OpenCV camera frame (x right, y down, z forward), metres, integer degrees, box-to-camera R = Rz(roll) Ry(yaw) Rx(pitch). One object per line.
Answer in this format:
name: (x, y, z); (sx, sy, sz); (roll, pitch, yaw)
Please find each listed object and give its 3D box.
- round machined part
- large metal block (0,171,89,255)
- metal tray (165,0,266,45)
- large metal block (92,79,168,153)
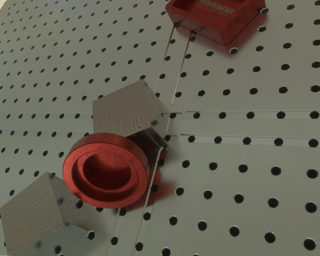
round machined part: (-0.062, 0.047, 0.373); (0.098, 0.098, 0.042); (-22, 27, 15)
large metal block: (-0.150, 0.118, 0.399); (0.080, 0.050, 0.080); (-38, 51, 2)
metal tray: (0.082, -0.189, 0.477); (0.090, 0.030, 0.130); (-47, 51, -5)
large metal block: (-0.042, -0.008, 0.419); (0.080, 0.050, 0.080); (-22, 54, 15)
